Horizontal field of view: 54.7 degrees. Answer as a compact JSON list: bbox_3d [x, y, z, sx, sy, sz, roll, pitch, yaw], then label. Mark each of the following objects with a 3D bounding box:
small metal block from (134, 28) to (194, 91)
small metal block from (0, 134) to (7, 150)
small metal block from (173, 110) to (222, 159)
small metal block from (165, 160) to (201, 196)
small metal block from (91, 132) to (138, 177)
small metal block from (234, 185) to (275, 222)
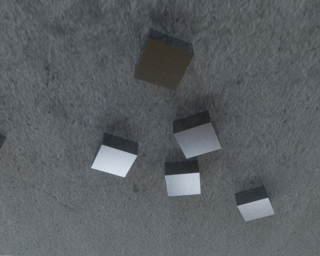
[{"bbox_3d":[0.003,-0.075,0.344,0.050,0.025,0.050,16,128,-14],"label":"small metal block"},{"bbox_3d":[-0.249,0.020,0.420,0.050,0.025,0.050,-34,123,25],"label":"small metal block"},{"bbox_3d":[0.050,0.010,0.416,0.050,0.025,0.050,-18,128,14],"label":"small metal block"},{"bbox_3d":[0.035,0.078,0.474,0.050,0.025,0.050,-5,130,4],"label":"small metal block"},{"bbox_3d":[-0.064,0.039,0.440,0.050,0.025,0.050,19,128,-16],"label":"small metal block"},{"bbox_3d":[0.158,0.127,0.518,0.050,0.025,0.050,-20,128,16],"label":"small metal block"}]
